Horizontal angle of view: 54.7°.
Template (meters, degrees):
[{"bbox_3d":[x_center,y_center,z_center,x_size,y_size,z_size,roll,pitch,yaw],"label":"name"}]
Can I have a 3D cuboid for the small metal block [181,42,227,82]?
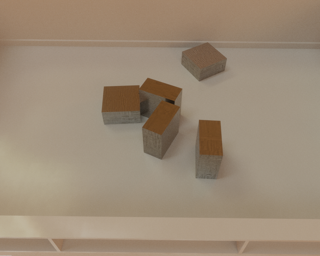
[{"bbox_3d":[0.070,-0.107,0.495,0.050,0.025,0.050,-25,54,-20],"label":"small metal block"}]

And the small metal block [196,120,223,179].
[{"bbox_3d":[0.057,0.026,0.367,0.025,0.050,0.050,3,50,3],"label":"small metal block"}]

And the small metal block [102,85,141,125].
[{"bbox_3d":[-0.053,-0.033,0.432,0.050,0.025,0.050,-2,50,-2],"label":"small metal block"}]

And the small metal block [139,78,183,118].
[{"bbox_3d":[0.001,-0.034,0.418,0.050,0.050,0.025,20,53,16],"label":"small metal block"}]

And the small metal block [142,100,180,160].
[{"bbox_3d":[0.002,0.003,0.386,0.025,0.050,0.050,22,53,17],"label":"small metal block"}]
